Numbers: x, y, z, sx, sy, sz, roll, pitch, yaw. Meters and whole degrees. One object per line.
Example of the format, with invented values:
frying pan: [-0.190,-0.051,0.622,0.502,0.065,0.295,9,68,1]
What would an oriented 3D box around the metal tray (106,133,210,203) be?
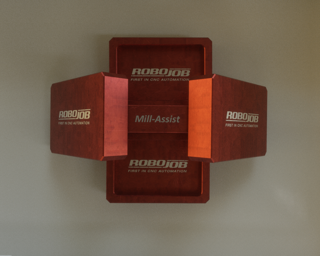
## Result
metal tray: [-0.002,0.050,0.405,0.131,0.030,0.089,0,90,-1]

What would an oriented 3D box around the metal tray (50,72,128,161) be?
metal tray: [-0.088,-0.012,0.363,0.030,0.130,0.089,1,90,-42]

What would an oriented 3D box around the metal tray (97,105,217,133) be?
metal tray: [-0.003,-0.010,0.377,0.131,0.090,0.030,0,90,-1]

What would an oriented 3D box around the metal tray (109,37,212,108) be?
metal tray: [0.001,-0.070,0.407,0.131,0.030,0.089,0,91,-1]

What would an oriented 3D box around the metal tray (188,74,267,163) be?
metal tray: [0.084,-0.009,0.364,0.030,0.131,0.089,1,90,42]
